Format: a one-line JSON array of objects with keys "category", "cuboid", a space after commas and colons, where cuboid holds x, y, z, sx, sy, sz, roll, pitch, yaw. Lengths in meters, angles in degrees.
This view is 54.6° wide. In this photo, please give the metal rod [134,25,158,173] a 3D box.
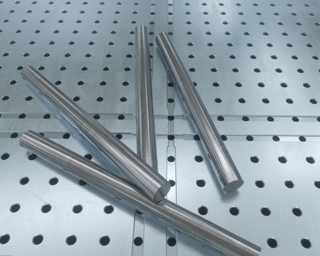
[{"category": "metal rod", "cuboid": [-0.024, -0.058, 0.456, 0.025, 0.025, 0.300, -3, 50, -2]}]

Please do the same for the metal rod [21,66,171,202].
[{"category": "metal rod", "cuboid": [-0.100, -0.009, 0.398, 0.025, 0.025, 0.300, -36, 54, -26]}]

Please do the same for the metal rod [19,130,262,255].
[{"category": "metal rod", "cuboid": [-0.038, 0.071, 0.347, 0.300, 0.025, 0.025, 23, 54, 18]}]

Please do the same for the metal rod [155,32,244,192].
[{"category": "metal rod", "cuboid": [0.044, -0.045, 0.445, 0.025, 0.025, 0.300, -12, 51, -10]}]
